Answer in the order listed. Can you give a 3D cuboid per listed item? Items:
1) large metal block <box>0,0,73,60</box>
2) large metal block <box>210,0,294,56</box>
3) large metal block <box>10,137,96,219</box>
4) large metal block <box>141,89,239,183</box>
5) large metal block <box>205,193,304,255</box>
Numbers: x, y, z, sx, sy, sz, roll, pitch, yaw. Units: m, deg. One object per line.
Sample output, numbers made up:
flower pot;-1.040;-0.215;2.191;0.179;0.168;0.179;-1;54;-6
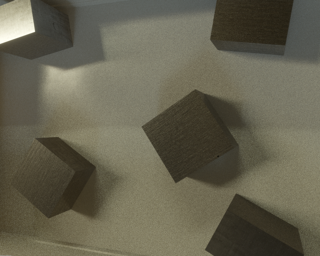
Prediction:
large metal block;-0.187;-0.141;0.447;0.080;0.080;0.050;-11;87;19
large metal block;0.109;-0.133;0.359;0.080;0.050;0.079;10;94;19
large metal block;-0.155;0.069;0.452;0.080;0.050;0.080;35;101;16
large metal block;0.038;0.010;0.384;0.080;0.050;0.080;-35;79;16
large metal block;0.105;0.123;0.344;0.080;0.080;0.050;29;100;17
